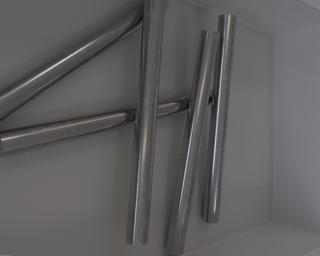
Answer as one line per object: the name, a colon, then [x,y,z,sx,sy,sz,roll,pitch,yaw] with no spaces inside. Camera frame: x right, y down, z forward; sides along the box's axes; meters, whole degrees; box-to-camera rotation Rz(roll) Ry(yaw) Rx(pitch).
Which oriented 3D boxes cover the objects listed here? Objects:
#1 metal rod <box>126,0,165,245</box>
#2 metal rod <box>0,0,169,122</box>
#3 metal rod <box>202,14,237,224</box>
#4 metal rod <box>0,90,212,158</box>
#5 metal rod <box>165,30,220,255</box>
metal rod: [-0.016,-0.020,0.359,0.025,0.025,0.298,7,86,-40]
metal rod: [-0.091,-0.075,0.329,0.301,0.025,0.025,-44,117,-31]
metal rod: [0.085,-0.007,0.450,0.025,0.025,0.298,-4,101,-40]
metal rod: [-0.033,-0.015,0.378,0.302,0.025,0.025,-15,100,-39]
metal rod: [0.043,0.021,0.417,0.025,0.025,0.298,7,93,-40]
